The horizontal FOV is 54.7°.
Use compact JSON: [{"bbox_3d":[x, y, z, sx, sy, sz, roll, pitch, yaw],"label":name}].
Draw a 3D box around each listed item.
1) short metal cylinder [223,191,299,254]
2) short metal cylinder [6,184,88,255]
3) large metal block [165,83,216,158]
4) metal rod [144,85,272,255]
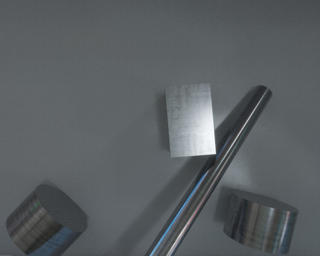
[{"bbox_3d":[0.124,0.115,0.386,0.080,0.080,0.050,14,90,-1],"label":"short metal cylinder"},{"bbox_3d":[-0.137,0.116,0.382,0.080,0.080,0.050,44,90,-1],"label":"short metal cylinder"},{"bbox_3d":[0.034,-0.009,0.384,0.050,0.080,0.079,-5,90,1],"label":"large metal block"},{"bbox_3d":[0.054,0.061,0.357,0.025,0.025,0.301,38,67,0],"label":"metal rod"}]
